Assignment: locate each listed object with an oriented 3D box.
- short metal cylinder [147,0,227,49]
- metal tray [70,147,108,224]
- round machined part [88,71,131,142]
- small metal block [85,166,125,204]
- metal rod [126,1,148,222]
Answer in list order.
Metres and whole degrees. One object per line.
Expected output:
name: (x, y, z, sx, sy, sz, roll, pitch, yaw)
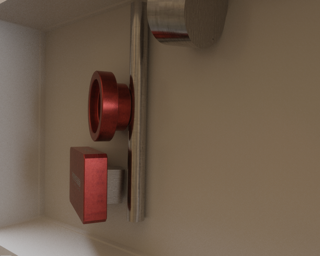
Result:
short metal cylinder: (0.032, -0.131, 0.344, 0.050, 0.081, 0.079, 18, 101, 38)
metal tray: (-0.108, 0.077, 0.454, 0.130, 0.030, 0.089, -177, 88, -66)
round machined part: (-0.071, -0.030, 0.436, 0.098, 0.042, 0.097, -179, 90, -66)
small metal block: (-0.081, 0.082, 0.451, 0.025, 0.050, 0.050, -166, 80, -67)
metal rod: (-0.031, -0.021, 0.430, 0.025, 0.025, 0.298, 2, 91, 39)
